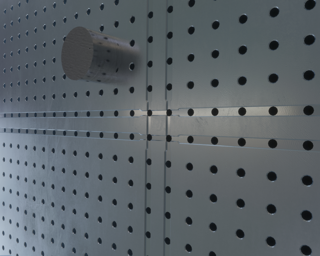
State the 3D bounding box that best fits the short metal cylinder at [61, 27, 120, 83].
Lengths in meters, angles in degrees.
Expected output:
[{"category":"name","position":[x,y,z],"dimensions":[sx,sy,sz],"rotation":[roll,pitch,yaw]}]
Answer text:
[{"category":"short metal cylinder","position":[-0.109,-0.112,0.483],"dimensions":[0.080,0.050,0.079],"rotation":[0,90,40]}]
